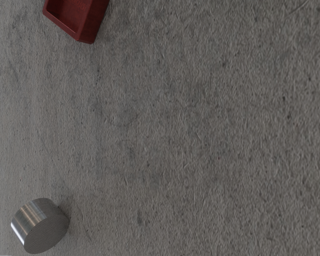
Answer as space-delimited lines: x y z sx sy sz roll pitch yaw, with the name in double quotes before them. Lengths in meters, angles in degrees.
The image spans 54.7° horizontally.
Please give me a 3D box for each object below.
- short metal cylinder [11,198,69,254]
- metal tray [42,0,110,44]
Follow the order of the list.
"short metal cylinder" -0.209 0.170 0.542 0.050 0.081 0.079 33 110 35
"metal tray" -0.144 -0.209 0.520 0.130 0.030 0.089 40 114 32
